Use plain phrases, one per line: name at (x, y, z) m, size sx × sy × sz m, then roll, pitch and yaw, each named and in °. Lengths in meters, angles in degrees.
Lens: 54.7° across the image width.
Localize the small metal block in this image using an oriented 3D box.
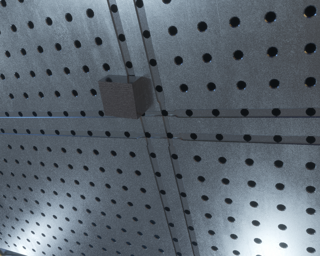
small metal block at (-0.049, -0.042, 0.410) m, size 0.050 × 0.025 × 0.050 m, roll 8°, pitch 122°, yaw 24°
